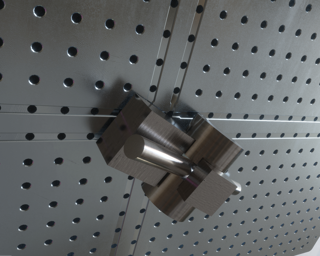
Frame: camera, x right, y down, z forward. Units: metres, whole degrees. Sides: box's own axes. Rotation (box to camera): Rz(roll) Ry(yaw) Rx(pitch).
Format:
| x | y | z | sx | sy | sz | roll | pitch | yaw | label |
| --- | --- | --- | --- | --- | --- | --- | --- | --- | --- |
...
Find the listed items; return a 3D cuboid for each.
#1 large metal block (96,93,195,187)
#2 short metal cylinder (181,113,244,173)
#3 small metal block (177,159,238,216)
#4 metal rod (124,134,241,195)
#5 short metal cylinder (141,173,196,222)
| x | y | z | sx | sy | sz | roll | pitch | yaw | label |
| --- | --- | --- | --- | --- | --- | --- | --- | --- | --- |
| -0.018 | 0.017 | 0.388 | 0.080 | 0.050 | 0.080 | 33 | 100 | -39 | large metal block |
| 0.067 | 0.023 | 0.423 | 0.080 | 0.080 | 0.050 | 31 | 101 | -38 | short metal cylinder |
| 0.058 | 0.075 | 0.383 | 0.050 | 0.025 | 0.050 | 35 | 99 | -30 | small metal block |
| 0.052 | 0.062 | 0.423 | 0.025 | 0.025 | 0.301 | -50 | 144 | 7 | metal rod |
| 0.021 | 0.084 | 0.434 | 0.080 | 0.080 | 0.050 | 34 | 99 | -39 | short metal cylinder |
